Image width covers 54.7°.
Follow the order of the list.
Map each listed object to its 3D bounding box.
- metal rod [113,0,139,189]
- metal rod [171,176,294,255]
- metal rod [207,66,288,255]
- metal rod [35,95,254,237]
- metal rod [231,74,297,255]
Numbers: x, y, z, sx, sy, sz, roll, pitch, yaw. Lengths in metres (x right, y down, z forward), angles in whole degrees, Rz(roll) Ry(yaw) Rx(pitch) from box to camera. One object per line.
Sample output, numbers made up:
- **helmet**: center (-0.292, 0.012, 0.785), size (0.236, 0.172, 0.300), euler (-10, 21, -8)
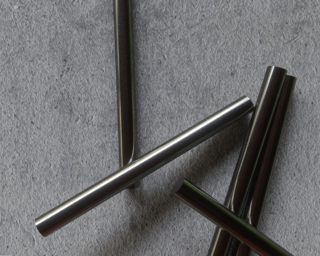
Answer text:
- **metal rod**: center (-0.046, -0.071, 0.409), size (0.025, 0.025, 0.298), euler (-2, 90, 0)
- **metal rod**: center (0.140, 0.156, 0.389), size (0.301, 0.025, 0.025), euler (36, 90, -9)
- **metal rod**: center (0.106, 0.068, 0.402), size (0.025, 0.025, 0.298), euler (17, 93, 0)
- **metal rod**: center (-0.011, 0.043, 0.388), size (0.301, 0.025, 0.025), euler (-30, 90, -9)
- **metal rod**: center (0.131, 0.077, 0.410), size (0.025, 0.025, 0.298), euler (14, 90, 0)
